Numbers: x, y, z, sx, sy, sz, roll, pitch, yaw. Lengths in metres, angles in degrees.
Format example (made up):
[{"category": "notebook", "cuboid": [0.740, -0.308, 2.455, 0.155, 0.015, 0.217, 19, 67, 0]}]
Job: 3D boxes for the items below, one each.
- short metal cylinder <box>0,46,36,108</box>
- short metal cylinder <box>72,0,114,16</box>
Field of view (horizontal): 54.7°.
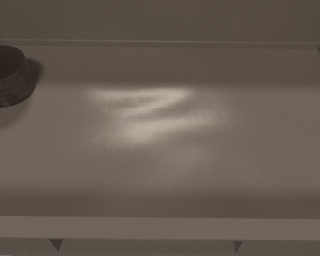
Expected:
[{"category": "short metal cylinder", "cuboid": [-0.230, -0.075, 0.449, 0.081, 0.050, 0.080, 0, 50, 0]}, {"category": "short metal cylinder", "cuboid": [-0.126, -0.265, 0.593, 0.080, 0.080, 0.050, 5, 50, 4]}]
